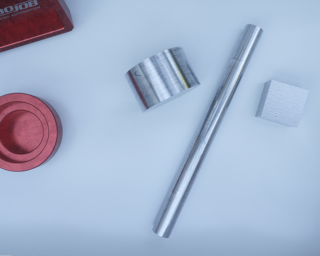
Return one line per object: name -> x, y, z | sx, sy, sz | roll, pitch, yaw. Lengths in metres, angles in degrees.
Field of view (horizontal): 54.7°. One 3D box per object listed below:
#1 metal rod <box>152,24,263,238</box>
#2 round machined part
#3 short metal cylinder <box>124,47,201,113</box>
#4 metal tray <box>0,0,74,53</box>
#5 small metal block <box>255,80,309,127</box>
metal rod -> 0.063, 0.004, 0.412 | 0.025, 0.025, 0.299 | 25, 90, -1
round machined part -> -0.175, 0.005, 0.401 | 0.099, 0.042, 0.097 | 0, 90, -1
short metal cylinder -> 0.003, -0.059, 0.384 | 0.080, 0.080, 0.050 | -26, 90, 0
metal tray -> -0.183, -0.137, 0.373 | 0.131, 0.090, 0.030 | -17, 73, -1
small metal block -> 0.162, -0.032, 0.414 | 0.050, 0.025, 0.050 | 16, 90, -1
